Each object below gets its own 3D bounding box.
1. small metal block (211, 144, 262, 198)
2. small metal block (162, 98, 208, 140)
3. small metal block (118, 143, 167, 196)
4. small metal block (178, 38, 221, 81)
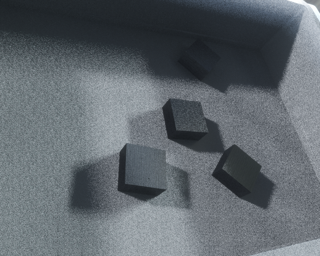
[{"bbox_3d":[0.107,0.059,0.429,0.050,0.025,0.050,39,51,-2],"label":"small metal block"},{"bbox_3d":[0.035,-0.012,0.433,0.050,0.025,0.050,4,60,-27],"label":"small metal block"},{"bbox_3d":[-0.021,0.050,0.366,0.050,0.025,0.050,13,56,-22],"label":"small metal block"},{"bbox_3d":[0.066,-0.113,0.512,0.050,0.025,0.050,40,51,-1],"label":"small metal block"}]
